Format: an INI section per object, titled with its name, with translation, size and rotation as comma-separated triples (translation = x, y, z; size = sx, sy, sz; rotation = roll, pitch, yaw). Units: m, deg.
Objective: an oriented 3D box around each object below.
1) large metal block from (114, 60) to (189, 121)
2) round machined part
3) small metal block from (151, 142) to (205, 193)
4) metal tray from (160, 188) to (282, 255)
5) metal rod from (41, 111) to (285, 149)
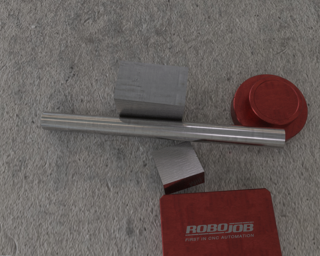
[large metal block]
translation = -0.009, -0.039, 0.393
size = 0.080, 0.080, 0.050
rotation = 6, 70, 2
[round machined part]
translation = 0.147, -0.029, 0.411
size = 0.099, 0.042, 0.098
rotation = 0, 70, 0
[small metal block]
translation = 0.022, 0.048, 0.382
size = 0.050, 0.025, 0.050
rotation = -17, 49, -6
[metal tray]
translation = 0.067, 0.121, 0.362
size = 0.131, 0.030, 0.090
rotation = -3, 70, -2
[metal rod]
translation = -0.002, 0.002, 0.390
size = 0.301, 0.025, 0.025
rotation = 4, 70, 8
